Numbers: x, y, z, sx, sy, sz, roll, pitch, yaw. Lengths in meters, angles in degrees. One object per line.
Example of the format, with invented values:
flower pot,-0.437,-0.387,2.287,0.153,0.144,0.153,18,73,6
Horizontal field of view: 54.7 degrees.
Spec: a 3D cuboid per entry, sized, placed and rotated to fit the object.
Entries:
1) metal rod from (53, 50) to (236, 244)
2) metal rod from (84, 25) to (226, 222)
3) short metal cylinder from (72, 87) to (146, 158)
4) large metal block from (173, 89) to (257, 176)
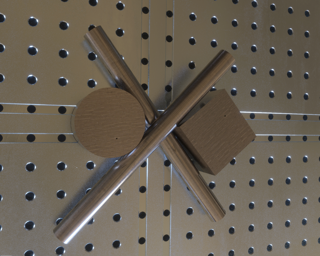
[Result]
metal rod,-0.015,0.019,0.381,0.025,0.025,0.300,44,84,-15
metal rod,0.000,0.003,0.408,0.025,0.025,0.299,-38,102,-16
short metal cylinder,-0.063,-0.006,0.372,0.081,0.050,0.079,0,90,-20
large metal block,0.068,0.005,0.420,0.080,0.050,0.080,-40,103,-16
